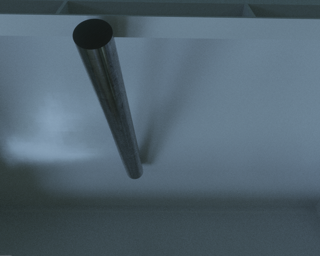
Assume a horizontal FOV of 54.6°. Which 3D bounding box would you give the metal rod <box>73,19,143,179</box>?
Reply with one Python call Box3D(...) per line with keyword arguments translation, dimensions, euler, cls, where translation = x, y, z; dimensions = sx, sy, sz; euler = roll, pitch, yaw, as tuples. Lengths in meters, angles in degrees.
Box3D(translation=(-0.040, 0.003, 0.330), dimensions=(0.025, 0.025, 0.299), euler=(-1, 156, 1), cls="metal rod")
